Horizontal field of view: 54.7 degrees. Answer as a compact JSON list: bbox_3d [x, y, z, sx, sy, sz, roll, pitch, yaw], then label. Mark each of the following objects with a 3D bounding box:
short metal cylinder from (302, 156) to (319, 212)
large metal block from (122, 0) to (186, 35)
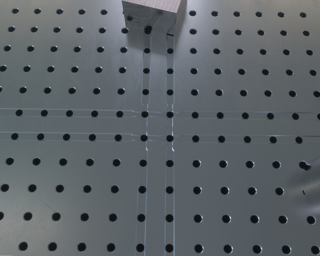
[{"bbox_3d":[0.223,0.066,0.376,0.081,0.050,0.080,0,70,0],"label":"short metal cylinder"},{"bbox_3d":[-0.004,-0.198,0.470,0.080,0.050,0.080,15,71,5],"label":"large metal block"}]
